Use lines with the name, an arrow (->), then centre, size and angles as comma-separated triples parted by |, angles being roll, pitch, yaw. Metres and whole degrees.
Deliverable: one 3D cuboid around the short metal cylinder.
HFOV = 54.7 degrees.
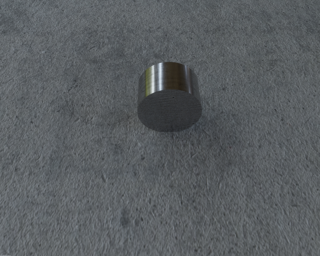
short metal cylinder -> 0.012, -0.038, 0.402 | 0.081, 0.080, 0.050 | -1, 50, -1
